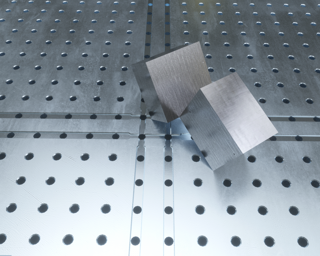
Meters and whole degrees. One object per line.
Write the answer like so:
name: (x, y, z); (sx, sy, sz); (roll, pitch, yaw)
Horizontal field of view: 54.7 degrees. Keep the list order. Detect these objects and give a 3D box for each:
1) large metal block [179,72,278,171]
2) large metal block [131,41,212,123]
large metal block: (0.075, -0.005, 0.361); (0.050, 0.080, 0.080); (-27, 78, -21)
large metal block: (0.019, -0.062, 0.415); (0.081, 0.080, 0.050); (-27, 18, -21)
